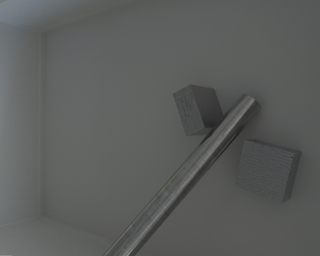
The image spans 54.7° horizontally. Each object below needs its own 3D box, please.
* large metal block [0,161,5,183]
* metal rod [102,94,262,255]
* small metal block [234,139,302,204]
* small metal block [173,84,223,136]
[{"bbox_3d":[-0.419,0.094,0.714,0.050,0.081,0.080,-50,61,28],"label":"large metal block"},{"bbox_3d":[-0.001,0.085,0.322,0.300,0.025,0.025,-49,58,-2],"label":"metal rod"},{"bbox_3d":[0.109,0.042,0.316,0.050,0.025,0.050,17,101,38],"label":"small metal block"},{"bbox_3d":[0.046,-0.019,0.351,0.025,0.050,0.050,-27,73,37],"label":"small metal block"}]
